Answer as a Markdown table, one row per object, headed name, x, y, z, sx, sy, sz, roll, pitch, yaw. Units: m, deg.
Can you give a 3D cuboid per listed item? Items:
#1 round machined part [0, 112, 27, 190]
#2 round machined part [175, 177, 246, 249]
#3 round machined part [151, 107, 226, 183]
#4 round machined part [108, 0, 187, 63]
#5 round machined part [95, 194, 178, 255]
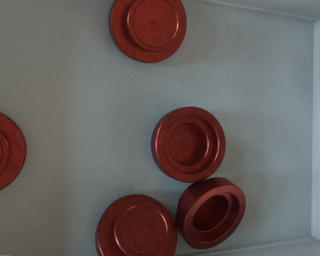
| name | x | y | z | sx | sy | sz | roll | pitch | yaw |
| --- | --- | --- | --- | --- | --- | --- | --- | --- | --- |
| round machined part | -0.196 | 0.026 | 0.329 | 0.099 | 0.042 | 0.097 | 0 | 90 | -21 |
| round machined part | 0.063 | 0.108 | 0.415 | 0.099 | 0.042 | 0.097 | -11 | 116 | -24 |
| round machined part | 0.034 | 0.022 | 0.414 | 0.099 | 0.042 | 0.097 | 1 | 88 | -20 |
| round machined part | -0.012 | -0.130 | 0.385 | 0.099 | 0.042 | 0.097 | -6 | 107 | -18 |
| round machined part | -0.025 | 0.126 | 0.370 | 0.099 | 0.042 | 0.098 | 10 | 56 | -15 |
